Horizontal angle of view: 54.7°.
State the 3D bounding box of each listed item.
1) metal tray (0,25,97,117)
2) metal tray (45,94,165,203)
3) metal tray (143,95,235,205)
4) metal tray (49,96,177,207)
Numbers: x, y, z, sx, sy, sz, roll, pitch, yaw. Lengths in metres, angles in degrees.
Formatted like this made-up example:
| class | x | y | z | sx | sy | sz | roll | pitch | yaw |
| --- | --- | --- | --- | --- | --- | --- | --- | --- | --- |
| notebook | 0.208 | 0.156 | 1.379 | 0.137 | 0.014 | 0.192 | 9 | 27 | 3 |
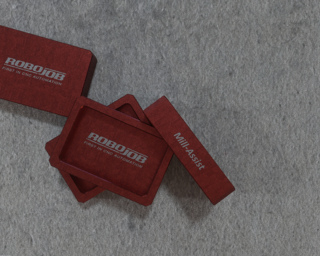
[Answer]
| class | x | y | z | sx | sy | sz | roll | pitch | yaw |
| --- | --- | --- | --- | --- | --- | --- | --- | --- | --- |
| metal tray | -0.159 | -0.072 | 0.405 | 0.131 | 0.030 | 0.090 | 16 | 90 | -1 |
| metal tray | -0.069 | 0.026 | 0.406 | 0.130 | 0.030 | 0.090 | -31 | 90 | -1 |
| metal tray | 0.031 | 0.024 | 0.377 | 0.030 | 0.090 | 0.130 | -37 | 91 | 0 |
| metal tray | -0.054 | 0.027 | 0.376 | 0.131 | 0.030 | 0.090 | 24 | 90 | -1 |
